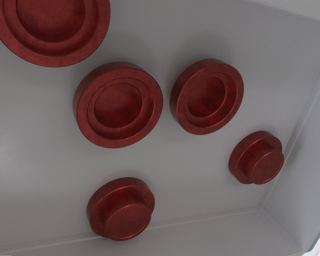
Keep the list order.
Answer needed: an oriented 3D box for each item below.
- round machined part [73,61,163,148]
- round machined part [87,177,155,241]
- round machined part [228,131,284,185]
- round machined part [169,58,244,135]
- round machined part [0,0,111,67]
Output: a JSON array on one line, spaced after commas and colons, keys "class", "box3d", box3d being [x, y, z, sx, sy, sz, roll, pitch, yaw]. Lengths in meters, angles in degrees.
[{"class": "round machined part", "box3d": [-0.050, -0.029, 0.353, 0.099, 0.042, 0.097, -14, 124, -21]}, {"class": "round machined part", "box3d": [-0.051, 0.123, 0.445, 0.099, 0.042, 0.097, -14, 124, -21]}, {"class": "round machined part", "box3d": [0.169, 0.057, 0.525, 0.099, 0.042, 0.097, -14, 124, -21]}, {"class": "round machined part", "box3d": [0.056, -0.043, 0.401, 0.099, 0.042, 0.097, -14, 124, -21]}, {"class": "round machined part", "box3d": [-0.098, -0.108, 0.276, 0.099, 0.042, 0.097, -14, 126, -20]}]
